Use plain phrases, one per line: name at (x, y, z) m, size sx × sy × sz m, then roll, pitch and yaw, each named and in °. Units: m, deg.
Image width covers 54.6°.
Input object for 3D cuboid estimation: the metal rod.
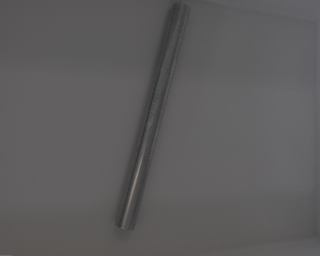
metal rod at (-0.008, -0.019, 0.407) m, size 0.025 × 0.025 × 0.299 m, roll 16°, pitch 85°, yaw -19°
